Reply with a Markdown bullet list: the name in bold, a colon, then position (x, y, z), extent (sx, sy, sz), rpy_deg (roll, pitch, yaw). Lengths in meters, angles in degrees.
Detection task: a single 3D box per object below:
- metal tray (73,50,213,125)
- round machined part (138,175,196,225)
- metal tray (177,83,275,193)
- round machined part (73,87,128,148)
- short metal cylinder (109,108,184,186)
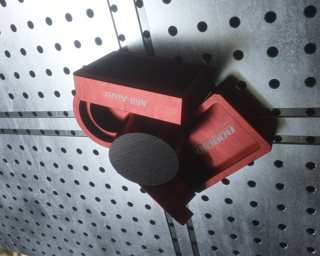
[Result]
- **metal tray**: position (-0.016, -0.050, 0.345), extent (0.130, 0.090, 0.030), rpy_deg (14, 124, 19)
- **round machined part**: position (0.010, 0.082, 0.422), extent (0.098, 0.042, 0.098), rpy_deg (43, 173, 7)
- **metal tray**: position (0.061, 0.018, 0.385), extent (0.090, 0.030, 0.129), rpy_deg (45, 129, -4)
- **round machined part**: position (-0.064, -0.023, 0.418), extent (0.098, 0.042, 0.097), rpy_deg (13, 124, 20)
- **short metal cylinder**: position (-0.014, 0.022, 0.367), extent (0.080, 0.050, 0.079), rpy_deg (6, 128, 8)
